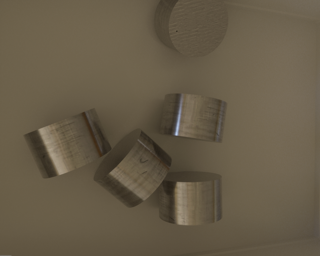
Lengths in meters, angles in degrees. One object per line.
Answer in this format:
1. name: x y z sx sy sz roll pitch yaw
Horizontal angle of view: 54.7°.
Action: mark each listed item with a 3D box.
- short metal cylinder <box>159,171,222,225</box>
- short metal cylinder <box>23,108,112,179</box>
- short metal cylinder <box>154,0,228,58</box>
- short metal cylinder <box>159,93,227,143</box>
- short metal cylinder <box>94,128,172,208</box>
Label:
1. short metal cylinder: 0.039 0.086 0.395 0.081 0.080 0.050 -1 91 -20
2. short metal cylinder: -0.101 0.015 0.344 0.081 0.080 0.050 -24 98 -18
3. short metal cylinder: 0.039 -0.135 0.396 0.081 0.050 0.079 -10 118 -19
4. short metal cylinder: 0.042 -0.011 0.397 0.081 0.080 0.050 9 87 -20
5. short metal cylinder: -0.033 0.047 0.369 0.050 0.080 0.080 44 76 -15
